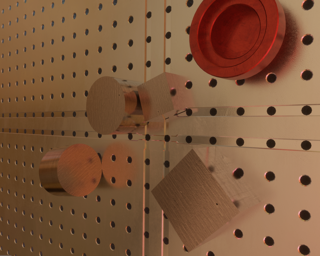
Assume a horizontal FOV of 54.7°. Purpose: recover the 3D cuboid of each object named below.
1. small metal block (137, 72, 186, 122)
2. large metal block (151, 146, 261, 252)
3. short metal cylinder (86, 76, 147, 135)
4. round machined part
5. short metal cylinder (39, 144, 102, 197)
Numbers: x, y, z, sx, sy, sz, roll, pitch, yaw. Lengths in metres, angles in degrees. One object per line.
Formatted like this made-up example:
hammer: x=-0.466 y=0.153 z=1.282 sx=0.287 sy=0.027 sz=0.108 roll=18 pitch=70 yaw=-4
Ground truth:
small metal block: x=0.001 y=-0.039 z=0.407 sx=0.050 sy=0.025 sz=0.050 roll=-21 pitch=77 yaw=37
large metal block: x=0.049 y=0.078 z=0.351 sx=0.080 sy=0.050 sz=0.080 roll=-50 pitch=61 yaw=28
short metal cylinder: x=-0.059 y=-0.031 z=0.440 sx=0.080 sy=0.050 sz=0.079 roll=0 pitch=90 yaw=39
round machined part: x=0.083 y=-0.100 z=0.328 sx=0.098 sy=0.042 sz=0.097 roll=0 pitch=90 yaw=39
short metal cylinder: x=-0.139 y=0.067 z=0.485 sx=0.050 sy=0.081 sz=0.080 roll=-10 pitch=84 yaw=39
